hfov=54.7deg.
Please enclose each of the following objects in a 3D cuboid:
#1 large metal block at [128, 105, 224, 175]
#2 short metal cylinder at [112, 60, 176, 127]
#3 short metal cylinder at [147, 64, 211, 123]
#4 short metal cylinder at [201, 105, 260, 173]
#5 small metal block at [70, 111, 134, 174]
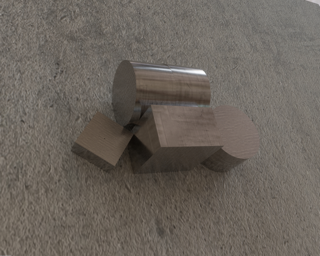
[{"bbox_3d":[0.014,0.016,0.369,0.081,0.080,0.050,1,62,-28],"label":"large metal block"},{"bbox_3d":[-0.022,-0.041,0.384,0.050,0.080,0.080,1,62,-28],"label":"short metal cylinder"},{"bbox_3d":[0.022,-0.042,0.408,0.050,0.080,0.080,1,62,-28],"label":"short metal cylinder"},{"bbox_3d":[0.088,0.015,0.427,0.081,0.050,0.080,14,56,-21],"label":"short metal cylinder"},{"bbox_3d":[-0.066,0.017,0.360,0.050,0.025,0.050,33,51,-7],"label":"small metal block"}]
